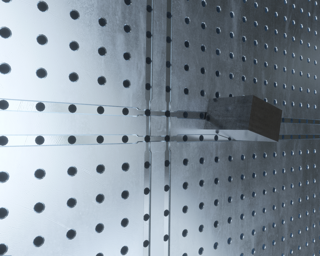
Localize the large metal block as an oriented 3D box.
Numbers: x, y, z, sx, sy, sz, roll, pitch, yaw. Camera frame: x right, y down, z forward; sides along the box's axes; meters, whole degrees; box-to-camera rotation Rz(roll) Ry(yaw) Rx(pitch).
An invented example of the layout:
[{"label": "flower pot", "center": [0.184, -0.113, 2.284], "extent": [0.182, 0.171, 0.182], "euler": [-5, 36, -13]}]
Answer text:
[{"label": "large metal block", "center": [0.128, -0.012, 0.479], "extent": [0.080, 0.080, 0.050], "euler": [17, 79, -39]}]
